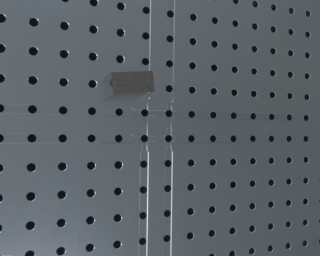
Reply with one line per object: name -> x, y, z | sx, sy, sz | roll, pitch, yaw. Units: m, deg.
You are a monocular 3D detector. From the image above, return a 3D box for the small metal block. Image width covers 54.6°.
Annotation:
small metal block -> -0.039, -0.054, 0.384 | 0.050, 0.050, 0.025 | -6, 92, -20
